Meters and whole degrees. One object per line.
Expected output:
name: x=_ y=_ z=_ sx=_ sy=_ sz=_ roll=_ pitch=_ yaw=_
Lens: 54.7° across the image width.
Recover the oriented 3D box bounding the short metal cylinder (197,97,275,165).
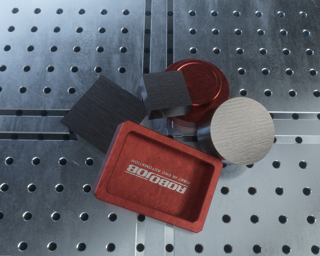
short metal cylinder: x=0.092 y=0.006 z=0.385 sx=0.081 sy=0.050 sz=0.080 roll=1 pitch=84 yaw=-11

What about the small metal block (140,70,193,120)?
small metal block: x=0.006 y=-0.041 z=0.377 sx=0.050 sy=0.025 sz=0.050 roll=-9 pitch=67 yaw=-15

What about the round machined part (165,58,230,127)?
round machined part: x=0.046 y=-0.054 z=0.422 sx=0.099 sy=0.042 sz=0.098 roll=0 pitch=70 yaw=0

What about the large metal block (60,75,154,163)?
large metal block: x=-0.065 y=-0.008 z=0.401 sx=0.080 sy=0.050 sz=0.080 roll=34 pitch=73 yaw=11

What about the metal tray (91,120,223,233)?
metal tray: x=0.000 y=0.057 z=0.358 sx=0.131 sy=0.030 sz=0.090 roll=24 pitch=77 yaw=-15
